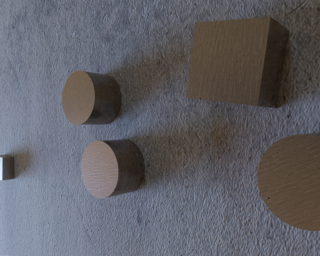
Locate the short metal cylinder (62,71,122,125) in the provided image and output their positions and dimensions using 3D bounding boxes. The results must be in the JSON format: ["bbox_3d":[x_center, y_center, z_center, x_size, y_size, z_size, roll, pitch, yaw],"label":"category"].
[{"bbox_3d":[-0.105,-0.045,0.476,0.080,0.050,0.079,0,90,40],"label":"short metal cylinder"}]

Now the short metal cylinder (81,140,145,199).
[{"bbox_3d":[-0.068,0.057,0.445,0.080,0.050,0.079,0,90,40],"label":"short metal cylinder"}]

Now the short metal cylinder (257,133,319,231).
[{"bbox_3d":[0.136,0.045,0.277,0.080,0.050,0.079,0,90,40],"label":"short metal cylinder"}]

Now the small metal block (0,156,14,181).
[{"bbox_3d":[-0.353,0.088,0.697,0.050,0.025,0.050,3,92,40],"label":"small metal block"}]

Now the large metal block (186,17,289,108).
[{"bbox_3d":[0.079,-0.066,0.323,0.080,0.050,0.079,11,97,39],"label":"large metal block"}]
